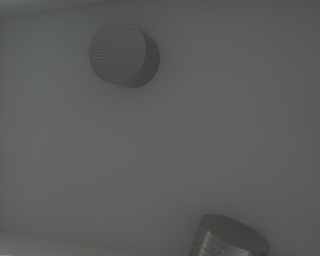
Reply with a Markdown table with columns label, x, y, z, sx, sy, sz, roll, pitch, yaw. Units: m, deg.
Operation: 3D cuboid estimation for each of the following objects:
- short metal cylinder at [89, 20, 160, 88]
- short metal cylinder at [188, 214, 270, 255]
| label | x | y | z | sx | sy | sz | roll | pitch | yaw |
| --- | --- | --- | --- | --- | --- | --- | --- | --- | --- |
| short metal cylinder | -0.046 | -0.096 | 0.414 | 0.080 | 0.050 | 0.080 | 0 | 90 | 20 |
| short metal cylinder | 0.077 | 0.141 | 0.354 | 0.080 | 0.080 | 0.050 | 20 | 97 | 19 |
